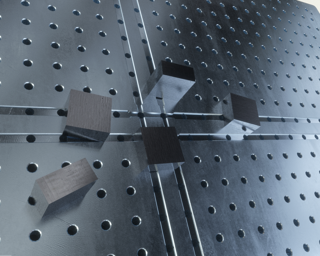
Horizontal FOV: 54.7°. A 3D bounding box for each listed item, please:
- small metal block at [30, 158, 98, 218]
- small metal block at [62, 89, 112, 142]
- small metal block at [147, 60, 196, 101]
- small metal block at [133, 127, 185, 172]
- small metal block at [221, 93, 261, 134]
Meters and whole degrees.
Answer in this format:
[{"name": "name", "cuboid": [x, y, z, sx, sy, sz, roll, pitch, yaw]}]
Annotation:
[{"name": "small metal block", "cuboid": [-0.095, 0.059, 0.305, 0.050, 0.050, 0.025, -25, 76, -37]}, {"name": "small metal block", "cuboid": [-0.087, -0.014, 0.371, 0.050, 0.025, 0.050, 11, 57, -23]}, {"name": "small metal block", "cuboid": [0.015, -0.066, 0.442, 0.050, 0.050, 0.025, 8, 58, -24]}, {"name": "small metal block", "cuboid": [-0.002, 0.026, 0.393, 0.050, 0.025, 0.050, -1, 62, -29]}, {"name": "small metal block", "cuboid": [0.128, -0.023, 0.494, 0.050, 0.025, 0.050, 13, 56, -21]}]
